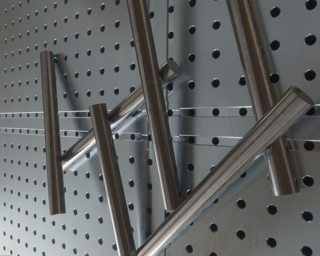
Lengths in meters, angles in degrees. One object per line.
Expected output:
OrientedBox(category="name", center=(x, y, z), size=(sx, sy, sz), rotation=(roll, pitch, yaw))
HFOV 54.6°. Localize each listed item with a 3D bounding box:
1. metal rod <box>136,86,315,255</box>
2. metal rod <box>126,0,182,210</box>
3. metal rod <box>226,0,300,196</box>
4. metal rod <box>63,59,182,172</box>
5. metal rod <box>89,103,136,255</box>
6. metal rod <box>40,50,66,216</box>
OrientedBox(category="metal rod", center=(0.050, 0.074, 0.347), size=(0.025, 0.025, 0.298), rotation=(54, 127, 26))
OrientedBox(category="metal rod", center=(-0.009, -0.046, 0.387), size=(0.025, 0.025, 0.298), rotation=(-7, 95, 40))
OrientedBox(category="metal rod", center=(0.097, -0.080, 0.329), size=(0.025, 0.025, 0.299), rotation=(-18, 78, 38))
OrientedBox(category="metal rod", center=(-0.082, -0.004, 0.478), size=(0.299, 0.025, 0.025), rotation=(-36, 68, 34))
OrientedBox(category="metal rod", center=(-0.059, 0.113, 0.441), size=(0.025, 0.025, 0.299), rotation=(-14, 87, 39))
OrientedBox(category="metal rod", center=(-0.189, -0.001, 0.543), size=(0.025, 0.025, 0.299), rotation=(-25, 67, 37))
